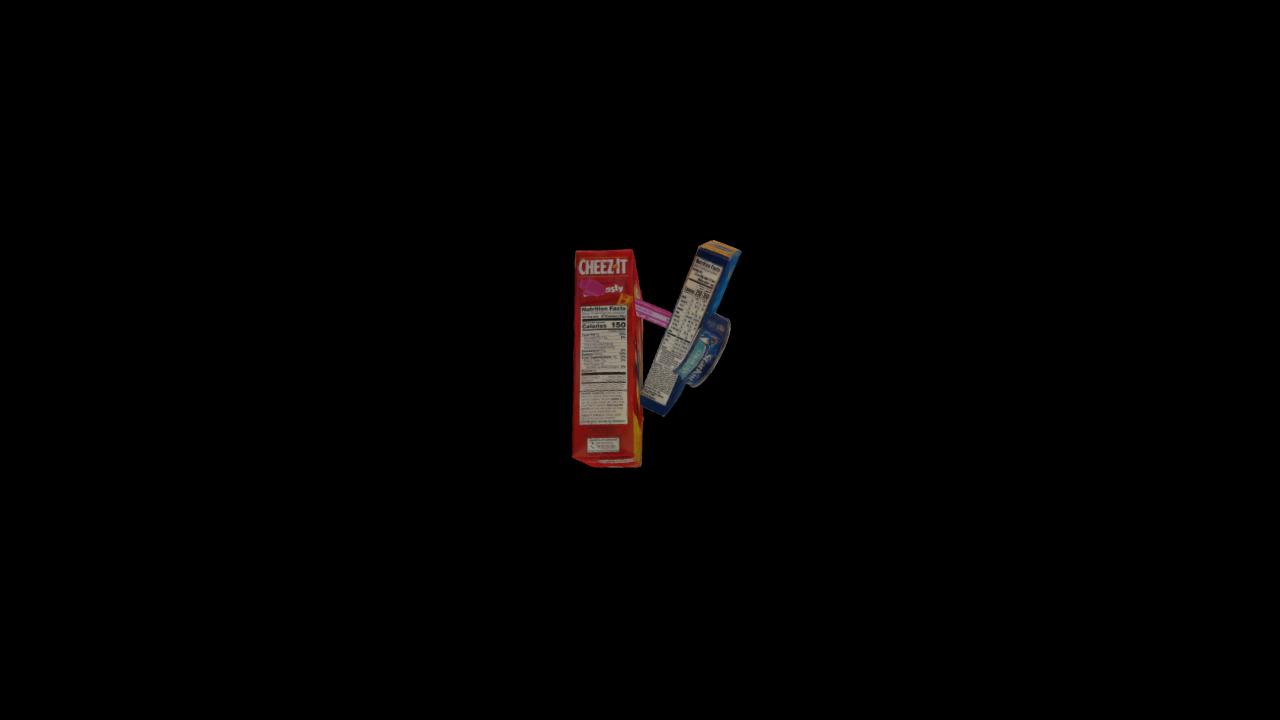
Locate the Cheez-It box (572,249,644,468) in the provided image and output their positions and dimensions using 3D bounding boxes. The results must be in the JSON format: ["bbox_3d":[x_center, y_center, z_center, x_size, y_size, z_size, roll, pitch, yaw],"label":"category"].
[{"bbox_3d":[-0.032,0.007,0.698,0.071,0.223,0.166,0,-13,3],"label":"Cheez-It box"}]

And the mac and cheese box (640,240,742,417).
[{"bbox_3d":[0.054,-0.036,0.670,0.041,0.184,0.093,25,19,10],"label":"mac and cheese box"}]

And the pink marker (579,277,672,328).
[{"bbox_3d":[-0.009,-0.058,0.652,0.121,0.020,0.020,21,-8,-21],"label":"pink marker"}]

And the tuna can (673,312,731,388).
[{"bbox_3d":[0.061,-0.015,0.659,0.034,0.084,0.084,27,-6,-11],"label":"tuna can"}]
